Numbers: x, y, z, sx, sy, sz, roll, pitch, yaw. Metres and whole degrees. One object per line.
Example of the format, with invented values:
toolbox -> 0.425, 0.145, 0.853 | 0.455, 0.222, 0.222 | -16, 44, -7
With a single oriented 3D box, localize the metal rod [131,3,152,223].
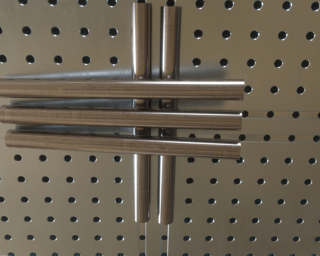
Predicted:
metal rod -> -0.024, -0.005, 0.411 | 0.025, 0.025, 0.298 | 1, 110, -1

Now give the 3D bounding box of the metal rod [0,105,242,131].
metal rod -> -0.054, -0.013, 0.386 | 0.302, 0.025, 0.025 | 2, 110, 7

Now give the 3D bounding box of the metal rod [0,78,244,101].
metal rod -> -0.055, -0.047, 0.373 | 0.302, 0.025, 0.025 | 1, 110, 7

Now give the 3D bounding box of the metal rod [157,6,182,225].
metal rod -> 0.011, -0.002, 0.413 | 0.025, 0.025, 0.298 | 1, 110, -1

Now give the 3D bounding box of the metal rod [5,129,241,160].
metal rod -> -0.052, 0.020, 0.398 | 0.302, 0.025, 0.025 | 2, 110, 7
